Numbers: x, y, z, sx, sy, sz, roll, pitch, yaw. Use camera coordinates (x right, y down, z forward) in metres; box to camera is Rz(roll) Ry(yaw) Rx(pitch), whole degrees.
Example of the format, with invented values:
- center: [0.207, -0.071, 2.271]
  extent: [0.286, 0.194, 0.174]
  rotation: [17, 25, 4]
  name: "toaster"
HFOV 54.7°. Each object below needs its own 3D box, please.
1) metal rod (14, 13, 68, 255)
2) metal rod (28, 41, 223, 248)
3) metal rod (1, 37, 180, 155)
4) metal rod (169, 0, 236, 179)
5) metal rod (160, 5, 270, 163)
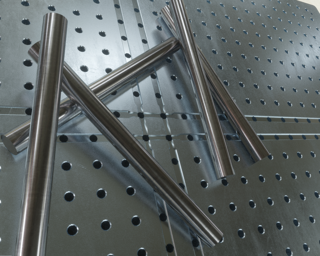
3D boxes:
- center: [-0.112, 0.026, 0.291]
  extent: [0.025, 0.025, 0.299]
  rotation: [8, 71, -25]
  name: "metal rod"
- center: [-0.036, 0.021, 0.355]
  extent: [0.300, 0.025, 0.025]
  rotation: [48, 51, -4]
  name: "metal rod"
- center: [-0.065, -0.060, 0.410]
  extent: [0.025, 0.025, 0.302]
  rotation: [46, 51, 3]
  name: "metal rod"
- center: [0.058, -0.071, 0.467]
  extent: [0.025, 0.025, 0.299]
  rotation: [-2, 68, -29]
  name: "metal rod"
- center: [0.083, -0.079, 0.503]
  extent: [0.025, 0.025, 0.299]
  rotation: [-19, 72, -36]
  name: "metal rod"
